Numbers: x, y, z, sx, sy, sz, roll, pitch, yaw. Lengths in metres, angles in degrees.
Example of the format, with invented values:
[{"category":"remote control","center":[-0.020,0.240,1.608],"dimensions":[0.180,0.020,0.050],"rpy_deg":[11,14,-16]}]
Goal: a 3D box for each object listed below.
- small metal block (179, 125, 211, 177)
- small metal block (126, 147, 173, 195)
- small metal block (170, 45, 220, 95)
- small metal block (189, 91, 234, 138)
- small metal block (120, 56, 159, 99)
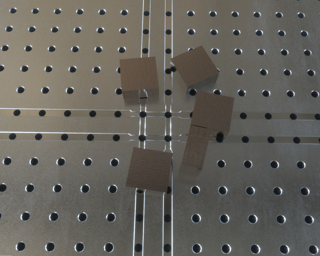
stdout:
[{"category":"small metal block","center":[0.043,0.030,0.388],"dimensions":[0.025,0.050,0.050],"rpy_deg":[14,71,5]},{"category":"small metal block","center":[-0.013,0.055,0.392],"dimensions":[0.050,0.025,0.050],"rpy_deg":[9,70,3]},{"category":"small metal block","center":[0.048,-0.083,0.443],"dimensions":[0.050,0.025,0.050],"rpy_deg":[-25,72,-9]},{"category":"small metal block","center":[0.070,-0.018,0.419],"dimensions":[0.050,0.025,0.050],"rpy_deg":[11,70,4]},{"category":"small metal block","center":[-0.029,-0.071,0.437],"dimensions":[0.050,0.025,0.050],"rpy_deg":[-5,70,-3]}]
